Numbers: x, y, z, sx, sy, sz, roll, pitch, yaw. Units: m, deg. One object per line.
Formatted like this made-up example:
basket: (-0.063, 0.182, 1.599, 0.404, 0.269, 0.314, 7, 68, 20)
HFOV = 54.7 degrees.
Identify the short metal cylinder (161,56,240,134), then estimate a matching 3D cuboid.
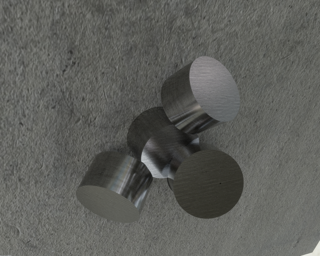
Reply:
short metal cylinder: (0.048, -0.038, 0.368, 0.081, 0.080, 0.050, 14, 154, -34)

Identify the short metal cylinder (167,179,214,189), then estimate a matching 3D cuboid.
short metal cylinder: (0.057, 0.069, 0.446, 0.080, 0.080, 0.050, -46, 129, 4)

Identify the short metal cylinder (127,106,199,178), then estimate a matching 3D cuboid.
short metal cylinder: (0.003, 0.018, 0.405, 0.081, 0.050, 0.079, -14, 124, -21)

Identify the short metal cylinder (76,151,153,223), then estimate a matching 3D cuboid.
short metal cylinder: (-0.055, 0.074, 0.381, 0.080, 0.050, 0.080, 12, 139, 11)

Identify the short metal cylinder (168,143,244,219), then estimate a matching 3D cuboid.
short metal cylinder: (0.052, 0.061, 0.372, 0.081, 0.050, 0.079, -1, 96, -6)
